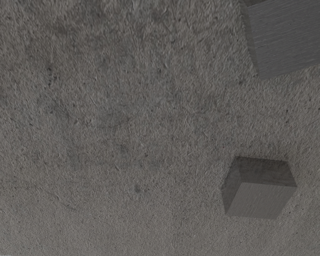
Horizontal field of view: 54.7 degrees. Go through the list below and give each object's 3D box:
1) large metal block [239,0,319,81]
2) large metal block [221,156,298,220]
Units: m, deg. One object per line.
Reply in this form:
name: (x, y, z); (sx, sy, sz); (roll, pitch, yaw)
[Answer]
large metal block: (0.128, -0.103, 0.304); (0.080, 0.050, 0.080); (-16, 129, 13)
large metal block: (0.146, 0.092, 0.471); (0.081, 0.050, 0.079); (6, 130, -6)
